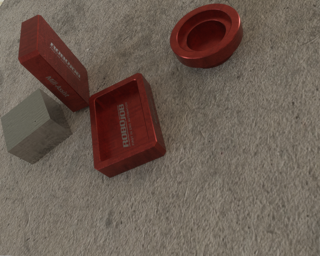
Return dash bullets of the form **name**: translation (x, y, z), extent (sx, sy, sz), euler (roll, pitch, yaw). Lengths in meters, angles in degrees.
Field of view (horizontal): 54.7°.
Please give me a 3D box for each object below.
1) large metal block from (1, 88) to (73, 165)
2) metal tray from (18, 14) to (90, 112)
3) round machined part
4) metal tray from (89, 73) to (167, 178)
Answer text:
- **large metal block**: translation (-0.198, -0.003, 0.494), extent (0.080, 0.050, 0.080), euler (-38, 51, 3)
- **metal tray**: translation (-0.157, -0.095, 0.476), extent (0.030, 0.130, 0.090), euler (-22, 54, 10)
- **round machined part**: translation (0.067, -0.122, 0.433), extent (0.098, 0.042, 0.098), euler (-13, 56, 21)
- **metal tray**: translation (-0.049, -0.007, 0.430), extent (0.090, 0.030, 0.130), euler (-24, 53, 13)
